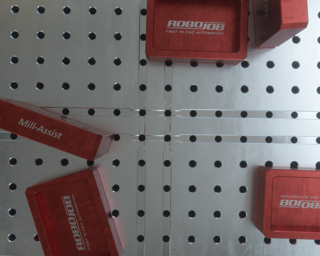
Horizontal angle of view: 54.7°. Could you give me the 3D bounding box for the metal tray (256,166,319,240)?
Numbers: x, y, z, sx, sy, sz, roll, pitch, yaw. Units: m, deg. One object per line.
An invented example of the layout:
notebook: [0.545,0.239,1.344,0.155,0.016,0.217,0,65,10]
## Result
metal tray: [0.200,0.099,0.413,0.131,0.030,0.089,2,90,-1]

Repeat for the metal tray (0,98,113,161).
metal tray: [-0.129,0.000,0.379,0.131,0.090,0.030,20,90,-1]

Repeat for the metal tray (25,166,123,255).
metal tray: [-0.112,0.126,0.409,0.090,0.030,0.129,-17,90,-1]

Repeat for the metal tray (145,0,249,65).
metal tray: [0.048,-0.134,0.411,0.131,0.030,0.089,2,90,-1]

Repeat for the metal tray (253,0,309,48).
metal tray: [0.143,-0.175,0.382,0.030,0.090,0.129,-4,90,0]
